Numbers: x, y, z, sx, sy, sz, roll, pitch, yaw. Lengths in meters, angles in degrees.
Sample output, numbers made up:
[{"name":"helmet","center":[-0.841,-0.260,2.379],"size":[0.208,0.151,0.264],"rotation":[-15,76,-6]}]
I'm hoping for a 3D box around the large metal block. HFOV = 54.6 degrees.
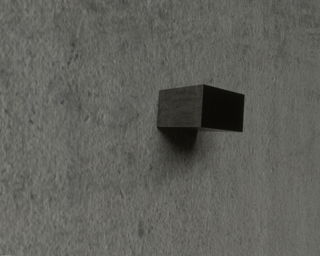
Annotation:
[{"name":"large metal block","center":[0.054,-0.023,0.413],"size":[0.081,0.080,0.050],"rotation":[6,86,-40]}]
